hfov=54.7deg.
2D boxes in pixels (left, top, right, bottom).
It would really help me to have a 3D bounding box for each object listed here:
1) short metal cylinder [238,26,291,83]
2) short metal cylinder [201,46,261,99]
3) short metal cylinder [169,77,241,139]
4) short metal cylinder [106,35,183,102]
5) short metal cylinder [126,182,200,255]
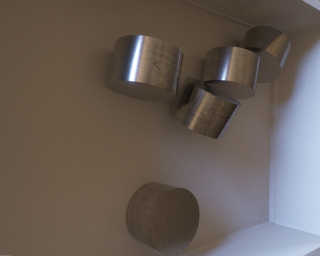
[{"bbox_3d":[0.166,-0.120,0.510,0.080,0.080,0.050,45,63,-31],"label":"short metal cylinder"},{"bbox_3d":[0.103,-0.079,0.457,0.080,0.080,0.050,20,77,-38],"label":"short metal cylinder"},{"bbox_3d":[0.059,-0.028,0.411,0.081,0.080,0.050,11,113,-40],"label":"short metal cylinder"},{"bbox_3d":[-0.017,-0.065,0.356,0.081,0.080,0.050,16,80,-39],"label":"short metal cylinder"},{"bbox_3d":[0.004,0.112,0.394,0.081,0.050,0.080,0,90,-40],"label":"short metal cylinder"}]
